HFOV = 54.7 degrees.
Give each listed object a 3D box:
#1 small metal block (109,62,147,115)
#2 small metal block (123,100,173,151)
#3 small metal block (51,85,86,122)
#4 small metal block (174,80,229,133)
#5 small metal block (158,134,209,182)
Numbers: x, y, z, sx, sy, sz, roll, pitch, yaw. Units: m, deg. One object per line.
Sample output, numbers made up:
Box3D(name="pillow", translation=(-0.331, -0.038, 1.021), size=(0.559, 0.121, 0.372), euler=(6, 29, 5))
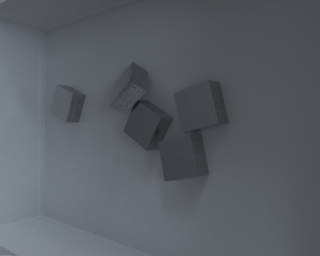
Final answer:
Box3D(name="small metal block", translation=(-0.043, -0.054, 0.424), size=(0.050, 0.025, 0.050), euler=(-44, 28, 31))
Box3D(name="small metal block", translation=(-0.017, -0.004, 0.419), size=(0.050, 0.025, 0.050), euler=(37, 112, 33))
Box3D(name="small metal block", translation=(-0.159, -0.042, 0.535), size=(0.050, 0.025, 0.050), euler=(29, 108, 36))
Box3D(name="small metal block", translation=(0.048, -0.024, 0.366), size=(0.050, 0.025, 0.050), euler=(-18, 79, 38))
Box3D(name="small metal block", translation=(0.028, 0.037, 0.382), size=(0.050, 0.025, 0.050), euler=(-16, 80, 38))
